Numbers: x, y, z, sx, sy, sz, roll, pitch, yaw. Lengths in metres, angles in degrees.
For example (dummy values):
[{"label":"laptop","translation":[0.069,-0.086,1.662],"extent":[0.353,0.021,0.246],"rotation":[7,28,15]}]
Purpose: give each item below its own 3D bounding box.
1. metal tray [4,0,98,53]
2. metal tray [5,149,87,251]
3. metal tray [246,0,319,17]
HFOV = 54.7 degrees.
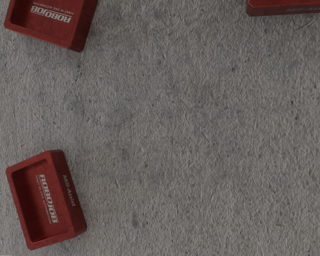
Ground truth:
[{"label":"metal tray","translation":[-0.165,-0.175,0.464],"extent":[0.130,0.030,0.089],"rotation":[21,97,18]},{"label":"metal tray","translation":[-0.172,0.107,0.467],"extent":[0.090,0.030,0.129],"rotation":[-22,83,18]},{"label":"metal tray","translation":[0.162,-0.174,0.337],"extent":[0.131,0.030,0.089],"rotation":[0,90,10]}]
